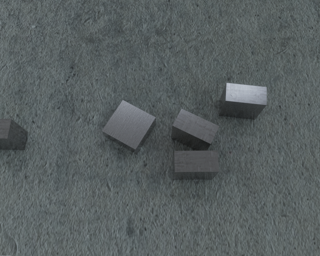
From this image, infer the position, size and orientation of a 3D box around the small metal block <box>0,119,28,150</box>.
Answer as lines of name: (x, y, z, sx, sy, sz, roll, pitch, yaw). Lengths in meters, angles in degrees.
small metal block: (-0.203, 0.009, 0.390, 0.050, 0.050, 0.025, 1, 70, 0)

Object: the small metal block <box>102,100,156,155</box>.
small metal block: (-0.040, -0.001, 0.408, 0.050, 0.025, 0.050, 28, 72, 10)

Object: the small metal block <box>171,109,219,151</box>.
small metal block: (0.043, 0.006, 0.393, 0.050, 0.050, 0.025, 26, 72, 9)

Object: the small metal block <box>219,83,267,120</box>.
small metal block: (0.107, -0.034, 0.408, 0.050, 0.050, 0.025, 6, 70, 2)

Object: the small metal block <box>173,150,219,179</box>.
small metal block: (0.042, 0.046, 0.378, 0.050, 0.050, 0.025, 0, 70, 0)
